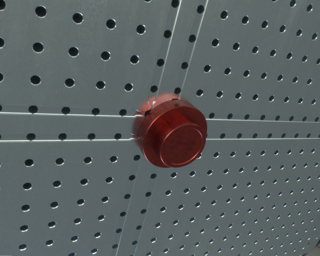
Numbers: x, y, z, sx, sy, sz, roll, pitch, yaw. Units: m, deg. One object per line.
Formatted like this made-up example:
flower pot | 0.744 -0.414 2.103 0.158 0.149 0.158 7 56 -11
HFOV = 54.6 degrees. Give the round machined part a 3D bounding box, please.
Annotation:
round machined part | 0.023 0.015 0.421 0.099 0.042 0.097 -14 124 -21
